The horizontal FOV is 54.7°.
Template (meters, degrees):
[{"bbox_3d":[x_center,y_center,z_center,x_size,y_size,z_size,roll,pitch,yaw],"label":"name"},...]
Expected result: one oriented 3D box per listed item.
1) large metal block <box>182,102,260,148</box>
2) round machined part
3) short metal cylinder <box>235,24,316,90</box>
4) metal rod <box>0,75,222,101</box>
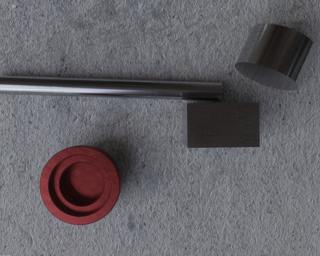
[{"bbox_3d":[0.070,-0.003,0.383,0.081,0.080,0.050,-1,90,-1],"label":"large metal block"},{"bbox_3d":[-0.098,0.071,0.400,0.099,0.042,0.097,0,90,-1],"label":"round machined part"},{"bbox_3d":[0.141,-0.086,0.384,0.080,0.080,0.050,24,90,-1],"label":"short metal cylinder"},{"bbox_3d":[-0.071,-0.053,0.408,0.302,0.025,0.025,2,90,-1],"label":"metal rod"}]
